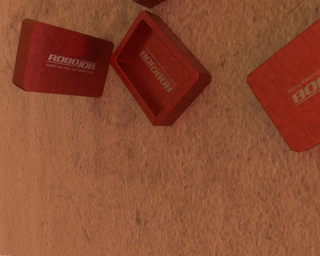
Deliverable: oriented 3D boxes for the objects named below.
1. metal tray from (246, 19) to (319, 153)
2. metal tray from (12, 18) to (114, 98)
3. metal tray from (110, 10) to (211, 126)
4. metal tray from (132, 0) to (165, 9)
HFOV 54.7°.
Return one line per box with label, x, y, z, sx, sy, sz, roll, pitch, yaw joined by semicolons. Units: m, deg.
metal tray;0.155;-0.048;0.273;0.129;0.030;0.090;-40;66;32
metal tray;-0.134;-0.094;0.444;0.030;0.131;0.089;25;106;37
metal tray;-0.005;-0.077;0.403;0.090;0.030;0.130;-50;61;28
metal tray;0.017;-0.219;0.386;0.130;0.030;0.089;-13;82;39
